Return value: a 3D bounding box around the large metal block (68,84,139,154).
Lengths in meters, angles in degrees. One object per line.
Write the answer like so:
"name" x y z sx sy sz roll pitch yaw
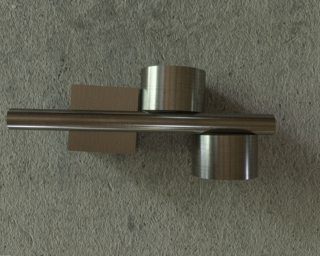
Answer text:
"large metal block" -0.068 -0.011 0.395 0.081 0.050 0.079 3 90 -1

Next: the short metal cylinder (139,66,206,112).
"short metal cylinder" 0.016 -0.045 0.385 0.081 0.080 0.050 2 90 -1

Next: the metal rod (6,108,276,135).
"metal rod" -0.020 -0.007 0.360 0.302 0.025 0.025 1 90 -2

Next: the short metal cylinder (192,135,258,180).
"short metal cylinder" 0.080 0.033 0.384 0.081 0.080 0.050 0 90 -1

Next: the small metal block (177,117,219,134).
"small metal block" 0.046 -0.005 0.398 0.050 0.050 0.025 1 90 -1
